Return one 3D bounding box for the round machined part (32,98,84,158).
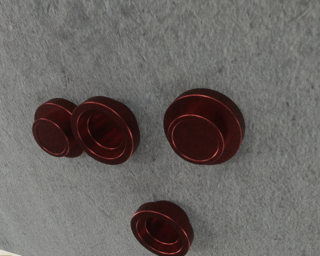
[{"bbox_3d":[-0.156,0.006,0.480,0.098,0.042,0.097,13,124,20],"label":"round machined part"}]

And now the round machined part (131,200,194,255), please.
[{"bbox_3d":[0.007,0.153,0.486,0.098,0.042,0.097,13,124,20],"label":"round machined part"}]

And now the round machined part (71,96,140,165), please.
[{"bbox_3d":[-0.071,0.000,0.431,0.098,0.042,0.097,13,124,20],"label":"round machined part"}]

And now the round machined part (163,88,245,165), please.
[{"bbox_3d":[0.048,0.005,0.373,0.098,0.042,0.097,13,124,20],"label":"round machined part"}]
